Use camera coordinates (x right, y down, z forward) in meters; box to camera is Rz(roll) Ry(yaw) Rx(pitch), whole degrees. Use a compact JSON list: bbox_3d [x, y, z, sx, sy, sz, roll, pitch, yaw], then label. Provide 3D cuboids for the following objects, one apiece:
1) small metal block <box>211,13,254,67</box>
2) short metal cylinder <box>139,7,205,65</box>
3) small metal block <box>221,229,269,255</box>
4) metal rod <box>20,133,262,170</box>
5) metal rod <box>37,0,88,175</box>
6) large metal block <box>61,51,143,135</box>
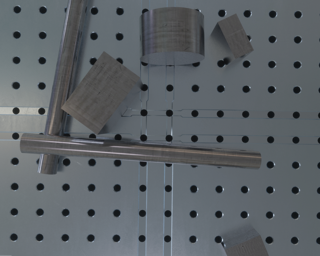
[{"bbox_3d":[0.092,-0.112,0.402,0.025,0.050,0.050,-26,90,0],"label":"small metal block"},{"bbox_3d":[0.015,-0.111,0.386,0.081,0.080,0.050,-1,90,0],"label":"short metal cylinder"},{"bbox_3d":[0.117,0.172,0.415,0.050,0.025,0.050,-22,90,0],"label":"small metal block"},{"bbox_3d":[-0.019,0.031,0.399,0.302,0.025,0.025,5,90,-6],"label":"metal rod"},{"bbox_3d":[-0.124,-0.088,0.412,0.025,0.025,0.298,10,90,0],"label":"metal rod"},{"bbox_3d":[-0.066,-0.039,0.385,0.050,0.080,0.080,37,90,0],"label":"large metal block"}]
